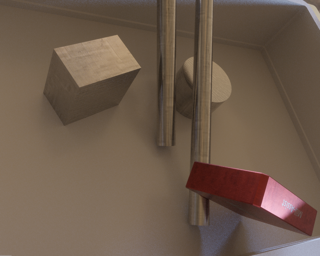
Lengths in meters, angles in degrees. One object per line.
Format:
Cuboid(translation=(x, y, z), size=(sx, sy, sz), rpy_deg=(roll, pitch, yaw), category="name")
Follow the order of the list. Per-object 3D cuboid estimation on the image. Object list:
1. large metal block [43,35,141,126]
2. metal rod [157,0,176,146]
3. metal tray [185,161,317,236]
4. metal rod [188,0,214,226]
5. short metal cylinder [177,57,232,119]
Cuboid(translation=(-0.081, -0.055, 0.362), size=(0.081, 0.080, 0.050), rpy_deg=(-27, 77, -37), category="large metal block")
Cuboid(translation=(0.008, -0.127, 0.397), size=(0.025, 0.025, 0.298), rpy_deg=(-1, 92, -29), category="metal rod")
Cuboid(translation=(0.102, 0.079, 0.341), size=(0.130, 0.090, 0.030), rpy_deg=(33, 72, -38), category="metal tray")
Cuboid(translation=(0.054, -0.031, 0.398), size=(0.025, 0.025, 0.299), rpy_deg=(9, 76, -24), category="metal rod")
Cuboid(translation=(0.057, -0.058, 0.458), size=(0.081, 0.050, 0.080), rpy_deg=(14, 56, -21), category="short metal cylinder")
